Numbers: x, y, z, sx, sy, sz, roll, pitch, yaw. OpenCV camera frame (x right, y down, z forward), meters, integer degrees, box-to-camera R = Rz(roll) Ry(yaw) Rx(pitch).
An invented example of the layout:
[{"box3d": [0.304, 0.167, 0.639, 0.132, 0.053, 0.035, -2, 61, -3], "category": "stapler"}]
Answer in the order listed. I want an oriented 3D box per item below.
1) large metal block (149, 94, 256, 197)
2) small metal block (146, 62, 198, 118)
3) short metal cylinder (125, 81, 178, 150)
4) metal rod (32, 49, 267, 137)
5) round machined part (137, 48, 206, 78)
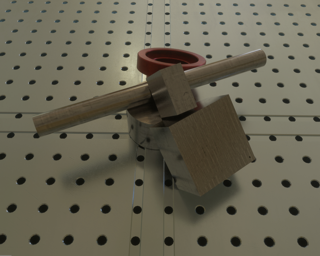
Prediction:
[{"box3d": [0.048, 0.017, 0.348, 0.081, 0.050, 0.080, -29, 100, -22], "category": "large metal block"}, {"box3d": [0.012, -0.040, 0.346, 0.025, 0.050, 0.050, -23, 96, -19], "category": "small metal block"}, {"box3d": [-0.003, -0.018, 0.406, 0.081, 0.050, 0.080, 0, 50, 0], "category": "short metal cylinder"}, {"box3d": [0.001, -0.049, 0.383, 0.302, 0.025, 0.025, -19, 53, -16], "category": "metal rod"}, {"box3d": [0.015, -0.084, 0.452, 0.099, 0.042, 0.098, 5, 28, -2], "category": "round machined part"}]
